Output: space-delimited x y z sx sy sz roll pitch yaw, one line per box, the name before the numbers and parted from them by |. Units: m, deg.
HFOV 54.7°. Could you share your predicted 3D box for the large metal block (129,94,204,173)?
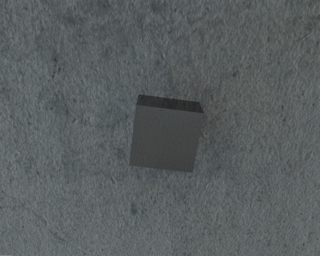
large metal block | 0.007 0.006 0.399 0.081 0.050 0.079 7 110 -3
